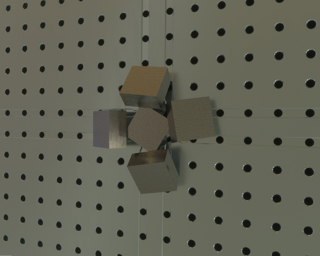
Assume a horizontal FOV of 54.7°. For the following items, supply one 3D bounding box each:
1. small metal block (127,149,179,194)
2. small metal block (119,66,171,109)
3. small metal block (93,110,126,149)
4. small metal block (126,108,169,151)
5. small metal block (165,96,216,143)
[{"bbox_3d":[-0.008,0.057,0.401,0.050,0.025,0.050,-10,123,19],"label":"small metal block"},{"bbox_3d":[-0.018,-0.054,0.405,0.050,0.025,0.050,7,56,20],"label":"small metal block"},{"bbox_3d":[-0.069,0.001,0.423,0.050,0.025,0.050,0,90,54],"label":"small metal block"},{"bbox_3d":[-0.012,0.001,0.415,0.050,0.025,0.050,33,100,16],"label":"small metal block"},{"bbox_3d":[0.038,-0.010,0.386,0.050,0.025,0.050,-8,86,-16],"label":"small metal block"}]
